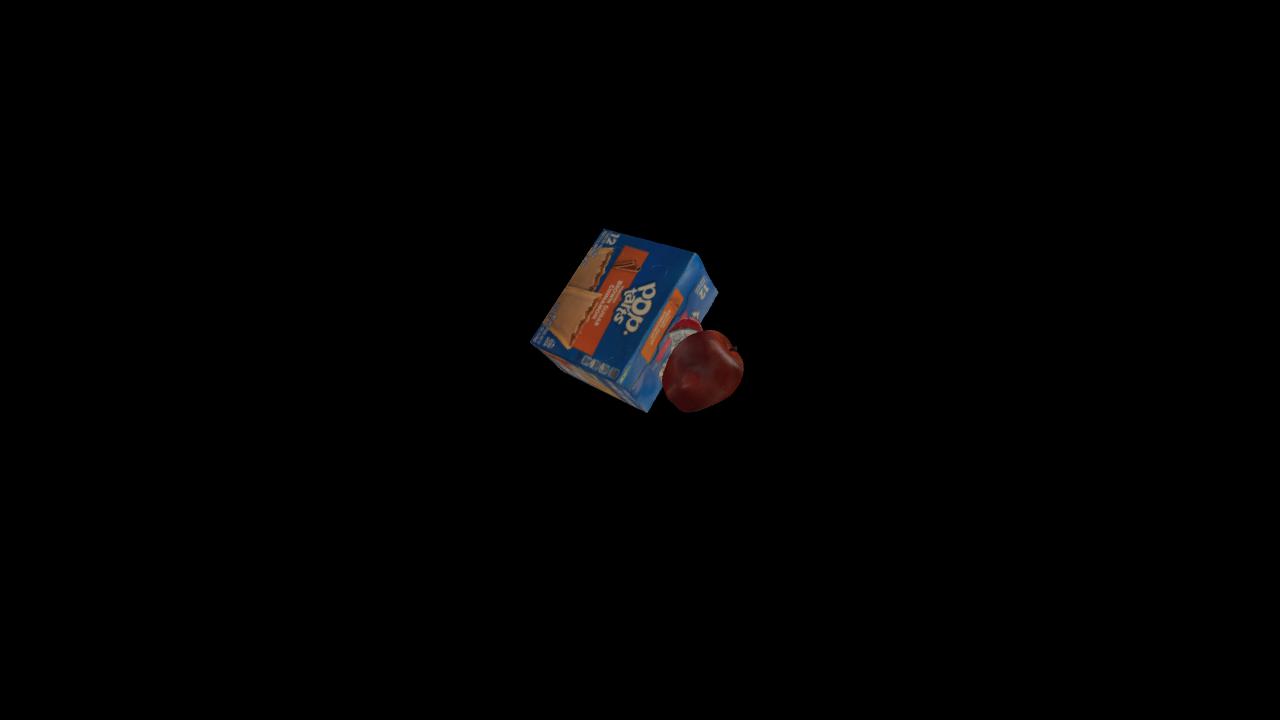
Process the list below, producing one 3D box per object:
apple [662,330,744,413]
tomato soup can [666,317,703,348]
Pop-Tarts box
[{"bbox_3d":[0.067,0.012,0.657,0.093,0.079,0.079,-41,-19,23],"label":"apple"},{"bbox_3d":[0.036,-0.039,0.715,0.068,0.068,0.101,0,39,-14],"label":"tomato soup can"},{"bbox_3d":[-0.017,-0.049,0.706,0.141,0.167,0.083,23,-13,36],"label":"Pop-Tarts box"}]
